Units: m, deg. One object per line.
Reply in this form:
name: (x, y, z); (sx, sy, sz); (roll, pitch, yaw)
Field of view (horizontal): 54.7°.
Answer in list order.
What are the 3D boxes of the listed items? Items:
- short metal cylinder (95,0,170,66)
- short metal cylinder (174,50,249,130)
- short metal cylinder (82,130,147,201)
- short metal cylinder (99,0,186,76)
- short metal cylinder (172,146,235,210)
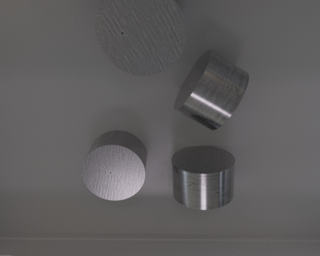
short metal cylinder: (-0.029, -0.115, 0.355); (0.081, 0.050, 0.079); (0, 110, 0)
short metal cylinder: (0.059, -0.044, 0.366); (0.050, 0.080, 0.080); (29, 108, -10)
short metal cylinder: (-0.059, 0.049, 0.415); (0.081, 0.050, 0.079); (0, 110, 0)
short metal cylinder: (-0.016, -0.096, 0.309); (0.081, 0.050, 0.079); (0, 111, 0)
short metal cylinder: (0.056, 0.062, 0.405); (0.080, 0.080, 0.050); (-3, 110, 1)
